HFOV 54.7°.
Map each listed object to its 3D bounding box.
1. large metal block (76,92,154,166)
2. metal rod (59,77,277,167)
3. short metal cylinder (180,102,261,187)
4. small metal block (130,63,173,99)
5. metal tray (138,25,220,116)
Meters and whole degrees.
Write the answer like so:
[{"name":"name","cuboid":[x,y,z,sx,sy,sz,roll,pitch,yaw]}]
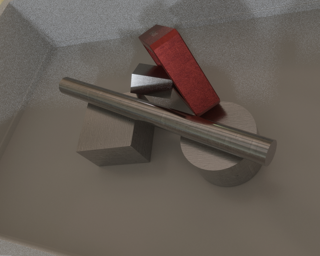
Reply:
[{"name":"large metal block","cuboid":[-0.056,0.002,0.415,0.080,0.050,0.080,-7,59,24]},{"name":"metal rod","cuboid":[-0.018,-0.019,0.358,0.300,0.025,0.025,20,72,35]},{"name":"short metal cylinder","cuboid":[0.069,0.018,0.340,0.080,0.050,0.080,-13,56,20]},{"name":"small metal block","cuboid":[-0.008,-0.062,0.401,0.050,0.025,0.050,9,27,3]},{"name":"metal tray","cuboid":[0.018,-0.073,0.365,0.030,0.090,0.130,-35,22,4]}]
